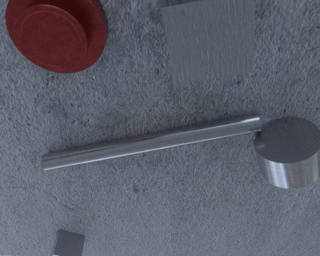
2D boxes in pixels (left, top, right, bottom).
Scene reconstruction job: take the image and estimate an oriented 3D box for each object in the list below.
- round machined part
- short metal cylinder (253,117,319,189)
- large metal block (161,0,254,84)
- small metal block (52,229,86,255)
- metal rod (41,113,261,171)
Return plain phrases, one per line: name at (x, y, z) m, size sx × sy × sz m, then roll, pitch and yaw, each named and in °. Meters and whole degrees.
round machined part at (-0.104, -0.097, 0.312) m, size 0.099 × 0.042 × 0.097 m, roll -1°, pitch 130°, yaw 0°
short metal cylinder at (0.166, 0.031, 0.400) m, size 0.080 × 0.080 × 0.050 m, roll -15°, pitch 129°, yaw 12°
large metal block at (0.047, -0.097, 0.309) m, size 0.080 × 0.050 × 0.080 m, roll -8°, pitch 130°, yaw 6°
small metal block at (-0.172, 0.224, 0.579) m, size 0.050 × 0.050 × 0.025 m, roll 23°, pitch 126°, yaw -19°
metal rod at (-0.018, 0.021, 0.424) m, size 0.301 × 0.025 × 0.025 m, roll -11°, pitch 130°, yaw 8°
